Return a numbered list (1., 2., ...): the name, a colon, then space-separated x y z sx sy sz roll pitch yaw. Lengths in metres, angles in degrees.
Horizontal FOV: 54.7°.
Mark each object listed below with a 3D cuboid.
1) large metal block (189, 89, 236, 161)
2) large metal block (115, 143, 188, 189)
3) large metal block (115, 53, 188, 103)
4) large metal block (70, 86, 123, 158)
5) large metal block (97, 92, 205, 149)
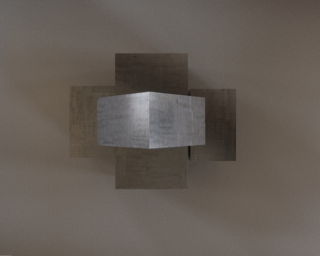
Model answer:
1. large metal block: 0.058 -0.004 0.381 0.050 0.080 0.080 0 90 -1
2. large metal block: -0.009 0.043 0.383 0.081 0.080 0.050 0 90 0
3. large metal block: -0.009 -0.058 0.382 0.081 0.080 0.050 0 90 0
4. large metal block: -0.075 -0.007 0.383 0.050 0.080 0.080 0 90 0
5. large metal block: -0.009 -0.007 0.326 0.081 0.080 0.050 0 90 -45
